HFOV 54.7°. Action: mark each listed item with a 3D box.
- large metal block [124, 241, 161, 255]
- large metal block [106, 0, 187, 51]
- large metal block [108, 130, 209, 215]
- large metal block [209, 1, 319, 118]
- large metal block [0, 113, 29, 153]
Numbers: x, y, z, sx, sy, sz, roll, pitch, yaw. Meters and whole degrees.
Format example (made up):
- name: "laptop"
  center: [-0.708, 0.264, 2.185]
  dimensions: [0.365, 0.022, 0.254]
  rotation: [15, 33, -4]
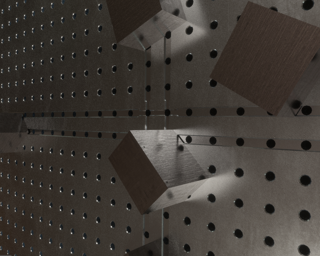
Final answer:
- name: "large metal block"
  center: [-0.028, 0.214, 0.415]
  dimensions: [0.080, 0.050, 0.080]
  rotation: [-48, 62, 29]
- name: "large metal block"
  center: [-0.021, -0.161, 0.408]
  dimensions: [0.080, 0.050, 0.080]
  rotation: [-24, 75, 37]
- name: "large metal block"
  center: [-0.001, 0.048, 0.373]
  dimensions: [0.050, 0.081, 0.080]
  rotation: [-50, 61, 28]
- name: "large metal block"
  center: [0.109, -0.065, 0.302]
  dimensions: [0.080, 0.050, 0.079]
  rotation: [39, 113, 33]
- name: "large metal block"
  center: [-0.337, 0.011, 0.647]
  dimensions: [0.080, 0.081, 0.050]
  rotation: [-42, 65, 32]
